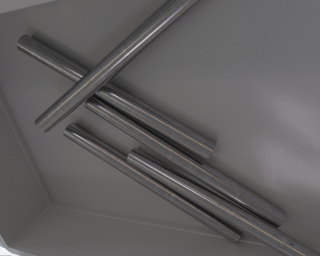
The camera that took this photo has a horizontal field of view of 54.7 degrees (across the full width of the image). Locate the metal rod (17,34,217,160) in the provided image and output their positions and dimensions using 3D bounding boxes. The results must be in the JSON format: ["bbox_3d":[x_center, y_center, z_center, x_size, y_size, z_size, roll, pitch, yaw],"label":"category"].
[{"bbox_3d":[-0.063,-0.045,0.413,0.301,0.025,0.025,30,128,8],"label":"metal rod"}]

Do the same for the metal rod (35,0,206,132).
[{"bbox_3d":[-0.058,-0.074,0.369,0.299,0.025,0.025,-33,100,30],"label":"metal rod"}]

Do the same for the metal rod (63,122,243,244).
[{"bbox_3d":[-0.015,0.079,0.465,0.301,0.025,0.025,31,128,8],"label":"metal rod"}]

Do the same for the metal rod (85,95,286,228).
[{"bbox_3d":[0.029,0.040,0.418,0.301,0.025,0.025,32,129,7],"label":"metal rod"}]

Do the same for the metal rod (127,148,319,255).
[{"bbox_3d":[0.084,0.106,0.407,0.300,0.025,0.025,28,128,19],"label":"metal rod"}]
